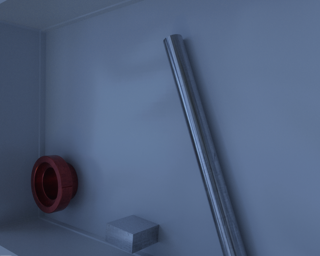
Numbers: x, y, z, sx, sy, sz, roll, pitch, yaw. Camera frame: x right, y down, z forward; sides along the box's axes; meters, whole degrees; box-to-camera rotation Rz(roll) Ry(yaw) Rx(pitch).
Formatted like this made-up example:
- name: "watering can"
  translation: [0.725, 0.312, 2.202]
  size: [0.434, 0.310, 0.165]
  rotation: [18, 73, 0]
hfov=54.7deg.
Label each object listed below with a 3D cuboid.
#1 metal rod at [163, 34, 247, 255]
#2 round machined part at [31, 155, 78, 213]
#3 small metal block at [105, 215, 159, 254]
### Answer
- name: "metal rod"
  translation: [0.053, 0.030, 0.361]
  size: [0.025, 0.025, 0.299]
  rotation: [-24, 75, 37]
- name: "round machined part"
  translation: [-0.181, 0.096, 0.542]
  size: [0.098, 0.042, 0.097]
  rotation: [0, 90, 39]
- name: "small metal block"
  translation: [-0.037, 0.142, 0.419]
  size: [0.050, 0.050, 0.025]
  rotation: [6, 94, 39]
